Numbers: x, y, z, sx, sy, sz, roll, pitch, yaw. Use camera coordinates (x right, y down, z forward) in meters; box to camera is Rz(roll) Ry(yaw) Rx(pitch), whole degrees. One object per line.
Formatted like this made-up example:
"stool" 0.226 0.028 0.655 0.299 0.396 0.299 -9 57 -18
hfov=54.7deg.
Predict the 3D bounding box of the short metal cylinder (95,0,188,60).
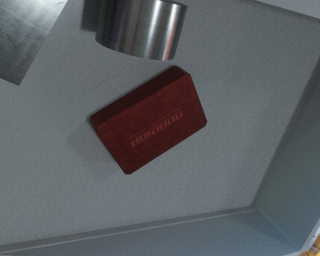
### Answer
"short metal cylinder" -0.018 -0.103 0.301 0.081 0.080 0.050 1 118 -29

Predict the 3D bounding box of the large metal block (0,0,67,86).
"large metal block" -0.123 -0.092 0.249 0.050 0.080 0.080 26 104 -38

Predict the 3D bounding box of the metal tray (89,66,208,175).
"metal tray" -0.010 -0.009 0.396 0.131 0.030 0.090 -32 129 -8
